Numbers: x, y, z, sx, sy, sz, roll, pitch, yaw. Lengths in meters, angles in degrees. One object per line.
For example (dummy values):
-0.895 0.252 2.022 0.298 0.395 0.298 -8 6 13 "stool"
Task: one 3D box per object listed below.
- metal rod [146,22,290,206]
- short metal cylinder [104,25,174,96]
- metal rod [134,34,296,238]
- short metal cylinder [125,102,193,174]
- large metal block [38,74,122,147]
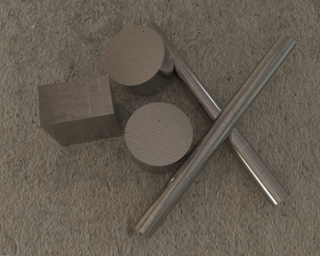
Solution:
0.065 -0.030 0.419 0.025 0.025 0.299 -31 73 -11 "metal rod"
-0.026 -0.088 0.414 0.080 0.050 0.080 -3 80 16 "short metal cylinder"
0.072 0.005 0.382 0.025 0.025 0.300 37 83 12 "metal rod"
-0.001 0.014 0.390 0.081 0.050 0.080 0 70 0 "short metal cylinder"
-0.095 -0.019 0.385 0.081 0.080 0.050 -10 71 -4 "large metal block"
